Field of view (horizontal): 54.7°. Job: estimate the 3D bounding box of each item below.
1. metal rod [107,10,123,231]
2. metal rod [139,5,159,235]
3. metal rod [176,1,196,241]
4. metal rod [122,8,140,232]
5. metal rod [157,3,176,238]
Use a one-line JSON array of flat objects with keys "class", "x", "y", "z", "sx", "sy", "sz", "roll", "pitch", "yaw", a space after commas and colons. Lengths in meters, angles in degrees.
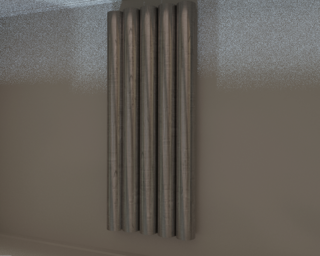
[{"class": "metal rod", "x": -0.061, "y": -0.010, "z": 0.431, "sx": 0.025, "sy": 0.025, "sz": 0.298, "roll": 0, "pitch": 90, "yaw": 20}, {"class": "metal rod", "x": -0.015, "y": -0.010, "z": 0.414, "sx": 0.025, "sy": 0.025, "sz": 0.298, "roll": 0, "pitch": 90, "yaw": 20}, {"class": "metal rod", "x": 0.033, "y": -0.009, "z": 0.397, "sx": 0.025, "sy": 0.025, "sz": 0.298, "roll": 0, "pitch": 90, "yaw": 20}, {"class": "metal rod", "x": -0.039, "y": -0.011, "z": 0.423, "sx": 0.025, "sy": 0.025, "sz": 0.298, "roll": 0, "pitch": 90, "yaw": 20}, {"class": "metal rod", "x": 0.010, "y": -0.010, "z": 0.406, "sx": 0.025, "sy": 0.025, "sz": 0.298, "roll": 0, "pitch": 90, "yaw": 20}]
